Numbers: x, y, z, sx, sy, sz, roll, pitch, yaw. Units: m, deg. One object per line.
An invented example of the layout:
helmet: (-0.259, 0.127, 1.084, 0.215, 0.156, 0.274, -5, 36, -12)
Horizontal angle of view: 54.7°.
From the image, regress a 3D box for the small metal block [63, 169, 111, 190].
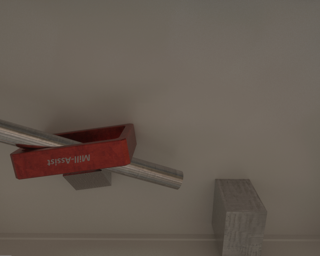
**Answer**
small metal block: (-0.097, 0.061, 0.419, 0.050, 0.025, 0.050, -8, 147, 2)

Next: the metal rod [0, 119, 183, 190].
metal rod: (-0.114, 0.024, 0.365, 0.302, 0.025, 0.025, 18, 109, -15)

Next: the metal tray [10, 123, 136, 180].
metal tray: (-0.099, 0.026, 0.382, 0.131, 0.090, 0.030, -8, 102, 2)

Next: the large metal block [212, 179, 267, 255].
large metal block: (0.106, 0.126, 0.430, 0.050, 0.080, 0.079, 0, 110, -1)
